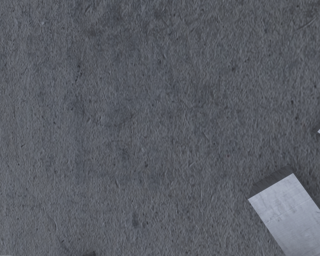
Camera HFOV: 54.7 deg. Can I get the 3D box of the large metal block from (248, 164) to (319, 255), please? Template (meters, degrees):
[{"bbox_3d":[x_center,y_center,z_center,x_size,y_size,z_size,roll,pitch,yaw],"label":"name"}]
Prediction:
[{"bbox_3d":[0.142,0.089,0.330,0.050,0.080,0.080,-36,79,16],"label":"large metal block"}]

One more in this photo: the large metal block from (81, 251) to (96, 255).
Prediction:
[{"bbox_3d":[-0.124,0.235,0.439,0.080,0.050,0.080,-27,81,18],"label":"large metal block"}]

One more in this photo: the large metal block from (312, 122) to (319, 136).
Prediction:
[{"bbox_3d":[0.221,-0.004,0.318,0.080,0.050,0.080,38,102,16],"label":"large metal block"}]
